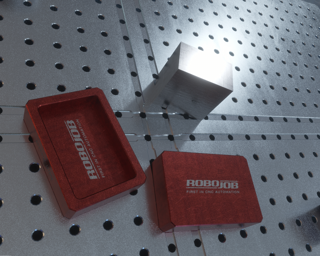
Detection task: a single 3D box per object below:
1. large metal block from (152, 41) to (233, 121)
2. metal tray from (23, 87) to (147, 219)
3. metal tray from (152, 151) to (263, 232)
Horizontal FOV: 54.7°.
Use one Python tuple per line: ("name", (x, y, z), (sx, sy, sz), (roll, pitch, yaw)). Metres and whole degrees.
("large metal block", (0.045, -0.062, 0.435), (0.081, 0.080, 0.050), (19, 55, -18))
("metal tray", (-0.084, 0.022, 0.346), (0.091, 0.030, 0.130), (-17, 71, -35))
("metal tray", (0.059, 0.079, 0.389), (0.131, 0.030, 0.090), (6, 59, -25))
